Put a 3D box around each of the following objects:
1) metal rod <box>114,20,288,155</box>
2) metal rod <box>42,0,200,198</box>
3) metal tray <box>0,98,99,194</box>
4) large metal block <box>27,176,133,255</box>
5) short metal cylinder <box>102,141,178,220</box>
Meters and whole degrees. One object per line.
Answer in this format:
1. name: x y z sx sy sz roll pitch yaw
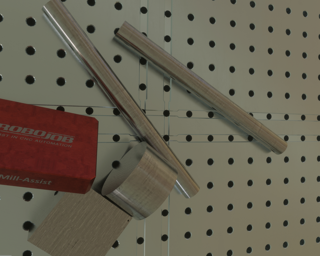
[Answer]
1. metal rod: 0.069 -0.048 0.439 0.301 0.025 0.025 33 79 -17
2. metal rod: -0.042 -0.028 0.397 0.025 0.025 0.299 -40 103 -16
3. metal tray: -0.135 0.018 0.332 0.131 0.030 0.090 12 44 -20
4. large metal block: -0.094 0.111 0.365 0.080 0.050 0.080 41 77 -16
5. short metal cylinder: -0.025 0.063 0.375 0.050 0.080 0.080 42 77 -15
